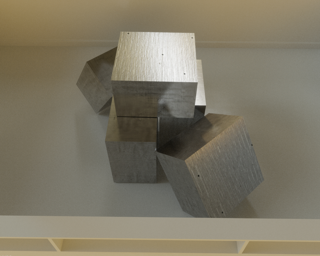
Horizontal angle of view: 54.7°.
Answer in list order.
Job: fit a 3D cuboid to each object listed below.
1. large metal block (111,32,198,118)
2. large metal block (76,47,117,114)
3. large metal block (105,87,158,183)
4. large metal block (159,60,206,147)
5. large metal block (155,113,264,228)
[{"bbox_3d":[-0.004,-0.058,0.331,0.080,0.050,0.080,1,50,1],"label":"large metal block"},{"bbox_3d":[-0.058,-0.069,0.415,0.080,0.080,0.050,-35,94,-26],"label":"large metal block"},{"bbox_3d":[-0.028,0.009,0.360,0.050,0.080,0.080,1,50,0],"label":"large metal block"},{"bbox_3d":[0.025,-0.030,0.391,0.050,0.080,0.080,1,50,0],"label":"large metal block"},{"bbox_3d":[0.054,0.040,0.324,0.080,0.080,0.050,-34,23,-25],"label":"large metal block"}]
